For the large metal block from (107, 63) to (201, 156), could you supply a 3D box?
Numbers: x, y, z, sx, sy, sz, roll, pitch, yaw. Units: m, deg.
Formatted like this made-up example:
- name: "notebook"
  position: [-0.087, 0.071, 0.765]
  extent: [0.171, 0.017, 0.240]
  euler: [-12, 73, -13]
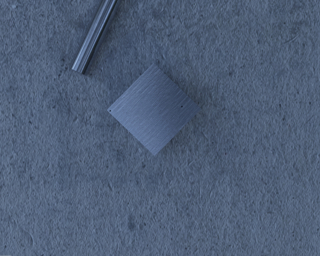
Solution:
- name: "large metal block"
  position: [-0.007, -0.023, 0.397]
  extent: [0.080, 0.050, 0.080]
  euler: [44, 90, -1]

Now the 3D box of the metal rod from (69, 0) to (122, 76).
- name: "metal rod"
  position: [-0.046, -0.209, 0.409]
  extent: [0.025, 0.025, 0.299]
  euler: [25, 90, -1]
